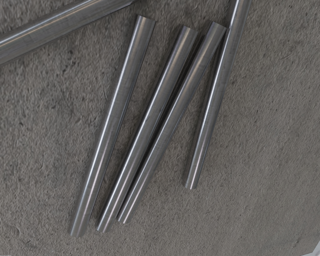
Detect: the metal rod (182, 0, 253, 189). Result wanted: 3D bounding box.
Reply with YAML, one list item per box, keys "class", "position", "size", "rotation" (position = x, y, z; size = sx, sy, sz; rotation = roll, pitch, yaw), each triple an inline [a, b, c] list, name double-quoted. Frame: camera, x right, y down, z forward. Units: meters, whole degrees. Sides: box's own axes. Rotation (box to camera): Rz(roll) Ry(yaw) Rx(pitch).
- class: "metal rod"
  position: [0.074, -0.042, 0.420]
  size: [0.025, 0.025, 0.298]
  rotation: [-3, 120, -27]

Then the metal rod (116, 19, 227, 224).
- class: "metal rod"
  position: [0.007, 0.005, 0.412]
  size: [0.025, 0.025, 0.298]
  rotation: [13, 112, -34]

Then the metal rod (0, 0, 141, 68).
- class: "metal rod"
  position: [-0.078, -0.108, 0.296]
  size: [0.301, 0.025, 0.025]
  rotation: [-30, 129, -10]

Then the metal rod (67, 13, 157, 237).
- class: "metal rod"
  position: [-0.066, 0.013, 0.378]
  size: [0.025, 0.025, 0.298]
  rotation: [8, 115, -32]

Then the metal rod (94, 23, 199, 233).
- class: "metal rod"
  position: [-0.025, 0.014, 0.401]
  size: [0.025, 0.025, 0.298]
  rotation: [11, 113, -33]
